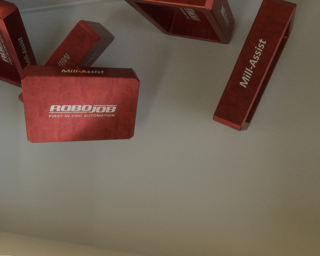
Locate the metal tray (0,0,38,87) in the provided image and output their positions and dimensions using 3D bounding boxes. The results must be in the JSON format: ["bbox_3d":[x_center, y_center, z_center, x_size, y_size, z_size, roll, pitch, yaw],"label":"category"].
[{"bbox_3d":[-0.229,-0.120,0.437,0.090,0.129,0.030,20,54,11],"label":"metal tray"}]

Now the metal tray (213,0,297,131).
[{"bbox_3d":[0.104,-0.062,0.339,0.030,0.090,0.129,25,98,18],"label":"metal tray"}]

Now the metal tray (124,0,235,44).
[{"bbox_3d":[0.028,-0.130,0.345,0.090,0.130,0.030,15,95,19],"label":"metal tray"}]

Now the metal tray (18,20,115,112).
[{"bbox_3d":[-0.122,-0.083,0.416,0.030,0.090,0.130,43,104,-9],"label":"metal tray"}]

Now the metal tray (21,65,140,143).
[{"bbox_3d":[-0.096,-0.028,0.384,0.131,0.030,0.089,-2,124,-17],"label":"metal tray"}]
